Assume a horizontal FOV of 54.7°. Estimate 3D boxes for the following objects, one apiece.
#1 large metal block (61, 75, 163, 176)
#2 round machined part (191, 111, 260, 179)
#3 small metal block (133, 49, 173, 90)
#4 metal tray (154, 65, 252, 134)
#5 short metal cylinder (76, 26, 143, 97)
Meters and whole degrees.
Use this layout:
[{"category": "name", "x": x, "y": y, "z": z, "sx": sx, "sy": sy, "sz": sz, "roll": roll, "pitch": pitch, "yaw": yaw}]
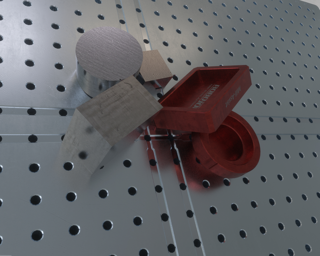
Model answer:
[{"category": "large metal block", "x": -0.054, "y": -0.002, "z": 0.345, "sx": 0.050, "sy": 0.080, "sz": 0.080, "roll": 47, "pitch": 51, "yaw": 4}, {"category": "round machined part", "x": 0.086, "y": 0.024, "z": 0.429, "sx": 0.099, "sy": 0.042, "sz": 0.098, "roll": 14, "pitch": 56, "yaw": -21}, {"category": "small metal block", "x": -0.017, "y": -0.084, "z": 0.450, "sx": 0.050, "sy": 0.025, "sz": 0.050, "roll": -18, "pitch": 71, "yaw": -35}, {"category": "metal tray", "x": 0.059, "y": -0.044, "z": 0.426, "sx": 0.131, "sy": 0.090, "sz": 0.030, "roll": -45, "pitch": 128, "yaw": -39}, {"category": "short metal cylinder", "x": -0.066, "y": -0.081, "z": 0.395, "sx": 0.081, "sy": 0.050, "sz": 0.080, "roll": 5, "pitch": 65, "yaw": -12}]
